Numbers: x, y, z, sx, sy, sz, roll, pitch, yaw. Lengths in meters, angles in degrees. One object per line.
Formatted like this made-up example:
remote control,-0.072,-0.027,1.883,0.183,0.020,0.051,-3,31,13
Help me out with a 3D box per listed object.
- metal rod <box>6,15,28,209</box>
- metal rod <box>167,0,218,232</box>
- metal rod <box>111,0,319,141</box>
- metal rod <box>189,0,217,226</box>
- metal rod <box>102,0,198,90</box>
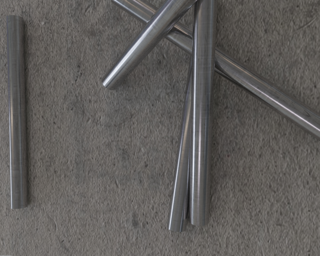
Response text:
metal rod,-0.225,-0.025,0.488,0.025,0.025,0.298,-2,89,20
metal rod,0.041,-0.018,0.394,0.025,0.025,0.298,9,93,20
metal rod,0.070,-0.078,0.361,0.300,0.025,0.025,36,102,7
metal rod,0.048,-0.027,0.354,0.025,0.025,0.298,5,106,20
metal rod,0.012,-0.124,0.327,0.299,0.025,0.025,-36,77,47
